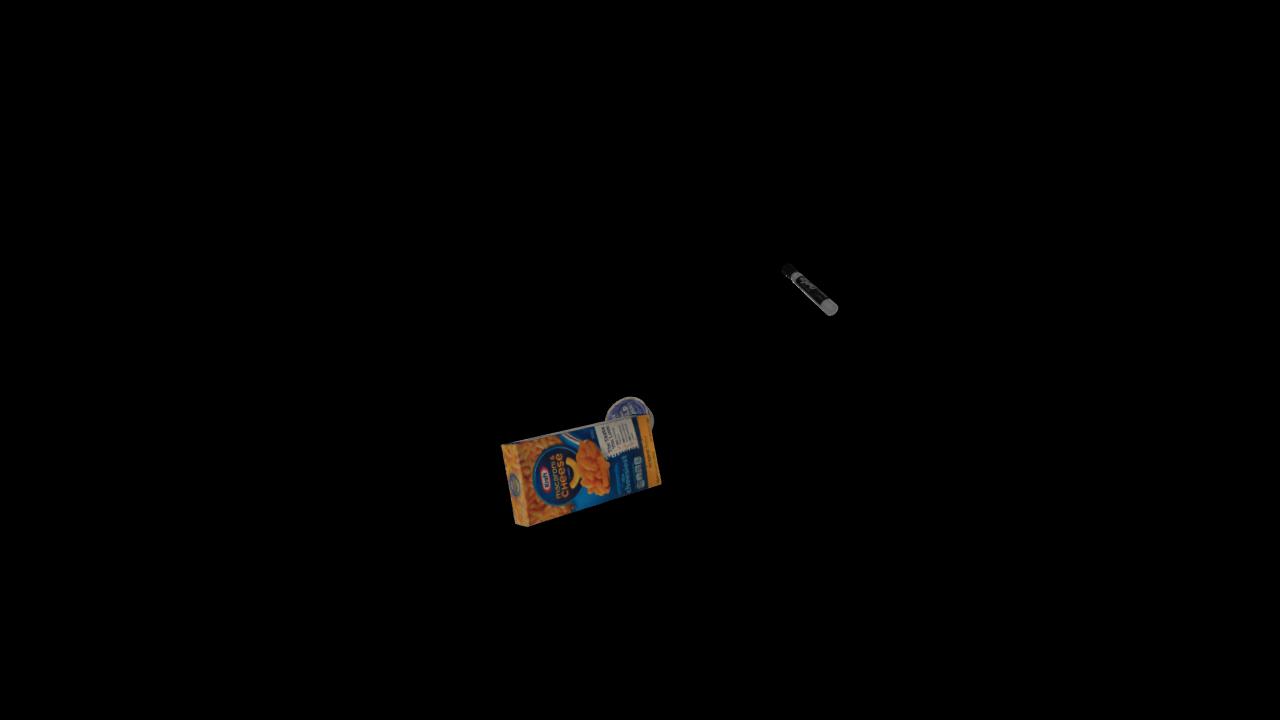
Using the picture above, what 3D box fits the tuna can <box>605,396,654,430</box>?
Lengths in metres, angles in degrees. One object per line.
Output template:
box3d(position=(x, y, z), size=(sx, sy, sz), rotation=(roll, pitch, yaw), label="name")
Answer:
box3d(position=(-0.018, 0.109, 1.086), size=(0.084, 0.084, 0.034), rotation=(0, -29, 26), label="tuna can")

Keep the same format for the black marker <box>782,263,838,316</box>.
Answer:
box3d(position=(0.235, -0.102, 0.864), size=(0.020, 0.020, 0.121), rotation=(0, 36, -27), label="black marker")

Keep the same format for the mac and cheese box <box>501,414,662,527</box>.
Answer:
box3d(position=(-0.063, 0.124, 0.720), size=(0.184, 0.093, 0.041), rotation=(-10, 1, -36), label="mac and cheese box")
